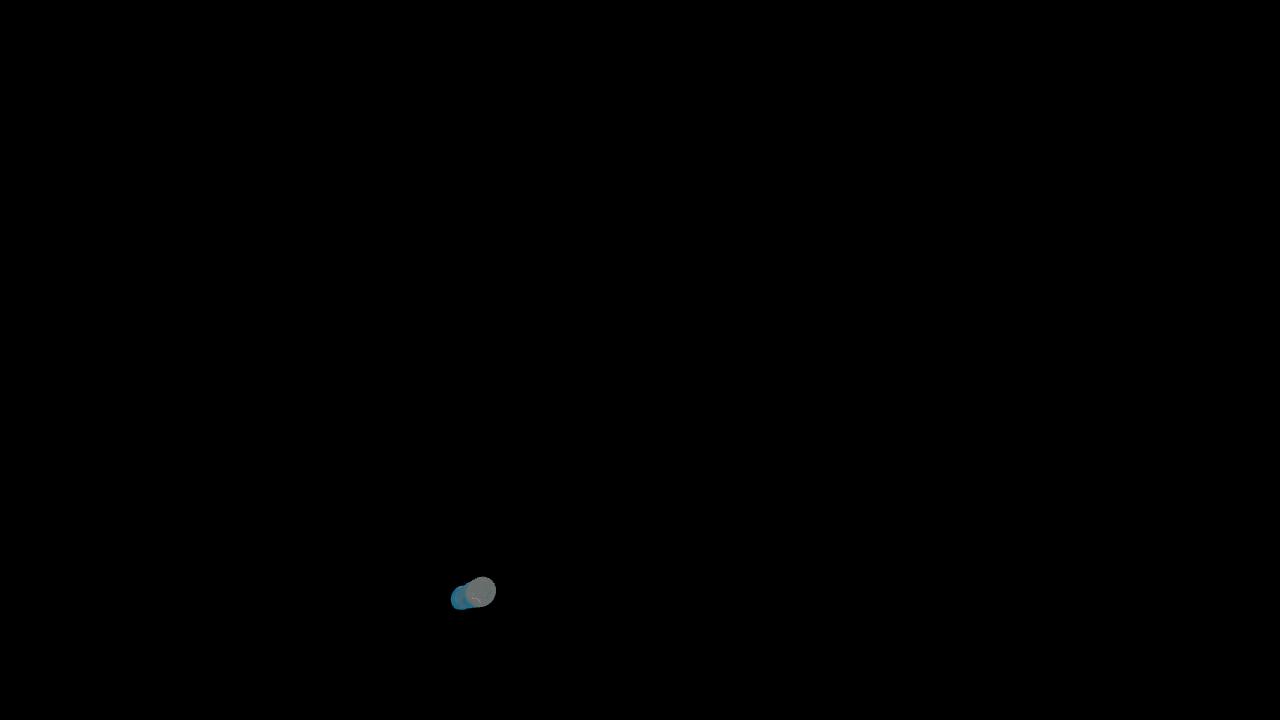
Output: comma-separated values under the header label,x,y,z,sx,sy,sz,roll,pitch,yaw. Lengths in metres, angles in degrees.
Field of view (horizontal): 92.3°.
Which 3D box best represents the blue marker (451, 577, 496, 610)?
label,x,y,z,sx,sy,sz,roll,pitch,yaw
blue marker,-0.126,0.175,0.458,0.020,0.020,0.121,0,-22,-23
